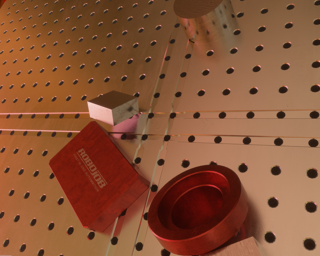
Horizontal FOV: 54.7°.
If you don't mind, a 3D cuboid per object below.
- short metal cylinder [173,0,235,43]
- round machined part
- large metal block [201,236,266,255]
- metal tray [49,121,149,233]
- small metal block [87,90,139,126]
[{"bbox_3d":[0.067,-0.175,0.465,0.080,0.050,0.080,-13,56,21],"label":"short metal cylinder"},{"bbox_3d":[0.040,0.085,0.307,0.098,0.042,0.098,-25,24,12],"label":"round machined part"},{"bbox_3d":[0.063,0.151,0.266,0.080,0.050,0.080,-26,53,12],"label":"large metal block"},{"bbox_3d":[-0.085,0.060,0.413,0.090,0.030,0.130,-44,51,-3],"label":"metal tray"},{"bbox_3d":[-0.067,-0.030,0.446,0.050,0.025,0.050,19,35,35],"label":"small metal block"}]
